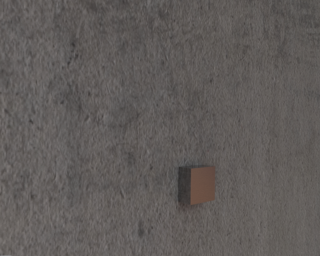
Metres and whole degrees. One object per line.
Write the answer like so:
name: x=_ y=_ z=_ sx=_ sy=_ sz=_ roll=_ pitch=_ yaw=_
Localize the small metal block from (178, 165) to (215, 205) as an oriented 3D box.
small metal block: x=0.053 y=0.081 z=0.448 sx=0.050 sy=0.025 sz=0.050 roll=1 pitch=89 yaw=-40
